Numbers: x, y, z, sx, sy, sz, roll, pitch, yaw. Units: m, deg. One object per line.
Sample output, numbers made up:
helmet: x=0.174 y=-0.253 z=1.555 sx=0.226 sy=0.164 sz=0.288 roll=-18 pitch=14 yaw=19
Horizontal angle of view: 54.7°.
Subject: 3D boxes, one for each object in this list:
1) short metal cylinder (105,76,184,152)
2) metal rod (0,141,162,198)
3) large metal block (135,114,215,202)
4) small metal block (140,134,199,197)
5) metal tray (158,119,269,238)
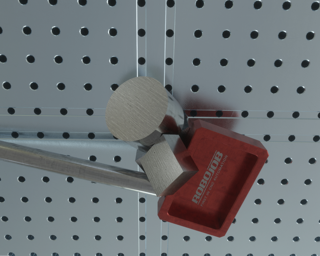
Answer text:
short metal cylinder: x=-0.018 y=-0.015 z=0.372 sx=0.080 sy=0.080 sz=0.050 roll=-33 pitch=150 yaw=11
metal rod: x=-0.142 y=0.043 z=0.396 sx=0.302 sy=0.025 sz=0.025 roll=12 pitch=110 yaw=7
large metal block: x=0.025 y=0.042 z=0.414 sx=0.080 sy=0.050 sz=0.080 roll=-34 pitch=107 yaw=11
small metal block: x=0.009 y=0.042 z=0.352 sx=0.025 sy=0.050 sz=0.050 roll=4 pitch=137 yaw=-43
metal tray: x=0.061 y=0.064 z=0.379 sx=0.091 sy=0.030 sz=0.129 roll=19 pitch=109 yaw=-7
